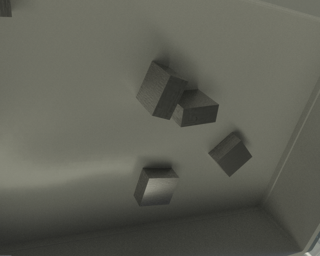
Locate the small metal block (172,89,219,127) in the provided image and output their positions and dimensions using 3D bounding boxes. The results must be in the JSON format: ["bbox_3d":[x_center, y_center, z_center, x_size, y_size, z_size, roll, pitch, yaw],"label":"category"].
[{"bbox_3d":[0.039,-0.027,0.397,0.050,0.050,0.025,-8,122,-24],"label":"small metal block"}]

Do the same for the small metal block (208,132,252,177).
[{"bbox_3d":[0.113,0.043,0.497,0.050,0.025,0.050,-42,130,1],"label":"small metal block"}]

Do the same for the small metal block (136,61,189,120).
[{"bbox_3d":[0.001,-0.045,0.365,0.025,0.050,0.050,13,112,-34],"label":"small metal block"}]

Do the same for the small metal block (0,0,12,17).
[{"bbox_3d":[-0.152,-0.120,0.252,0.050,0.025,0.050,-7,122,-25],"label":"small metal block"}]

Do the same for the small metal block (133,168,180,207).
[{"bbox_3d":[-0.006,0.087,0.459,0.050,0.025,0.050,4,116,-31],"label":"small metal block"}]
